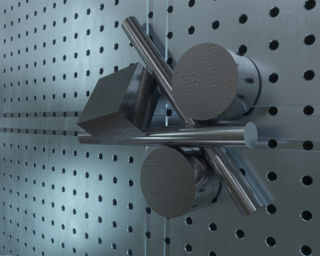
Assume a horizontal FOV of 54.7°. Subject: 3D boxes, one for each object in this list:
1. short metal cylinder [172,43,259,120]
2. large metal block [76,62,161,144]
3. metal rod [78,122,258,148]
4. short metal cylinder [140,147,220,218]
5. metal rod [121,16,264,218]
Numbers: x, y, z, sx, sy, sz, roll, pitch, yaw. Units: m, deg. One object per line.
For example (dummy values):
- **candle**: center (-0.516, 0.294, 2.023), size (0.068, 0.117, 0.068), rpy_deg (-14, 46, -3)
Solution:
- **short metal cylinder**: center (0.060, -0.048, 0.339), size (0.080, 0.050, 0.079), rpy_deg (0, 90, 40)
- **large metal block**: center (-0.052, -0.030, 0.407), size (0.080, 0.050, 0.080), rpy_deg (-13, 47, 39)
- **metal rod**: center (-0.019, 0.011, 0.398), size (0.300, 0.025, 0.025), rpy_deg (-2, 89, 46)
- **short metal cylinder**: center (0.023, 0.061, 0.369), size (0.080, 0.050, 0.079), rpy_deg (0, 90, 40)
- **metal rod**: center (0.027, -0.030, 0.382), size (0.025, 0.025, 0.299), rpy_deg (-45, 63, 30)
